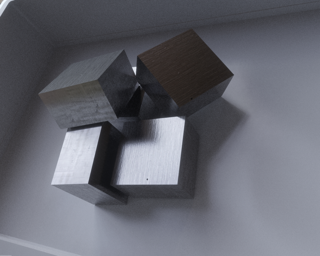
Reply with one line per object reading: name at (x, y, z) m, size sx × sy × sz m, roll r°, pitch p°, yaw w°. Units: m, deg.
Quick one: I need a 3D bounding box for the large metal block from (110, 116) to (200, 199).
large metal block at (-0.003, 0.036, 0.363) m, size 0.080 × 0.050 × 0.080 m, roll -5°, pitch 59°, yaw 25°

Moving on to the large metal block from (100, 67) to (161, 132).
large metal block at (-0.044, -0.037, 0.432) m, size 0.080 × 0.050 × 0.080 m, roll -1°, pitch 61°, yaw 27°

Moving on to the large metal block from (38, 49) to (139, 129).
large metal block at (-0.081, -0.047, 0.374) m, size 0.080 × 0.050 × 0.080 m, roll -9°, pitch 33°, yaw 23°

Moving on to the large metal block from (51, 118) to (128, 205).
large metal block at (-0.076, 0.044, 0.380) m, size 0.050 × 0.080 × 0.080 m, roll -6°, pitch 59°, yaw 25°

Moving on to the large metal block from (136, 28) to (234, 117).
large metal block at (0.027, -0.062, 0.378) m, size 0.080 × 0.050 × 0.080 m, roll -32°, pitch 73°, yaw -19°
